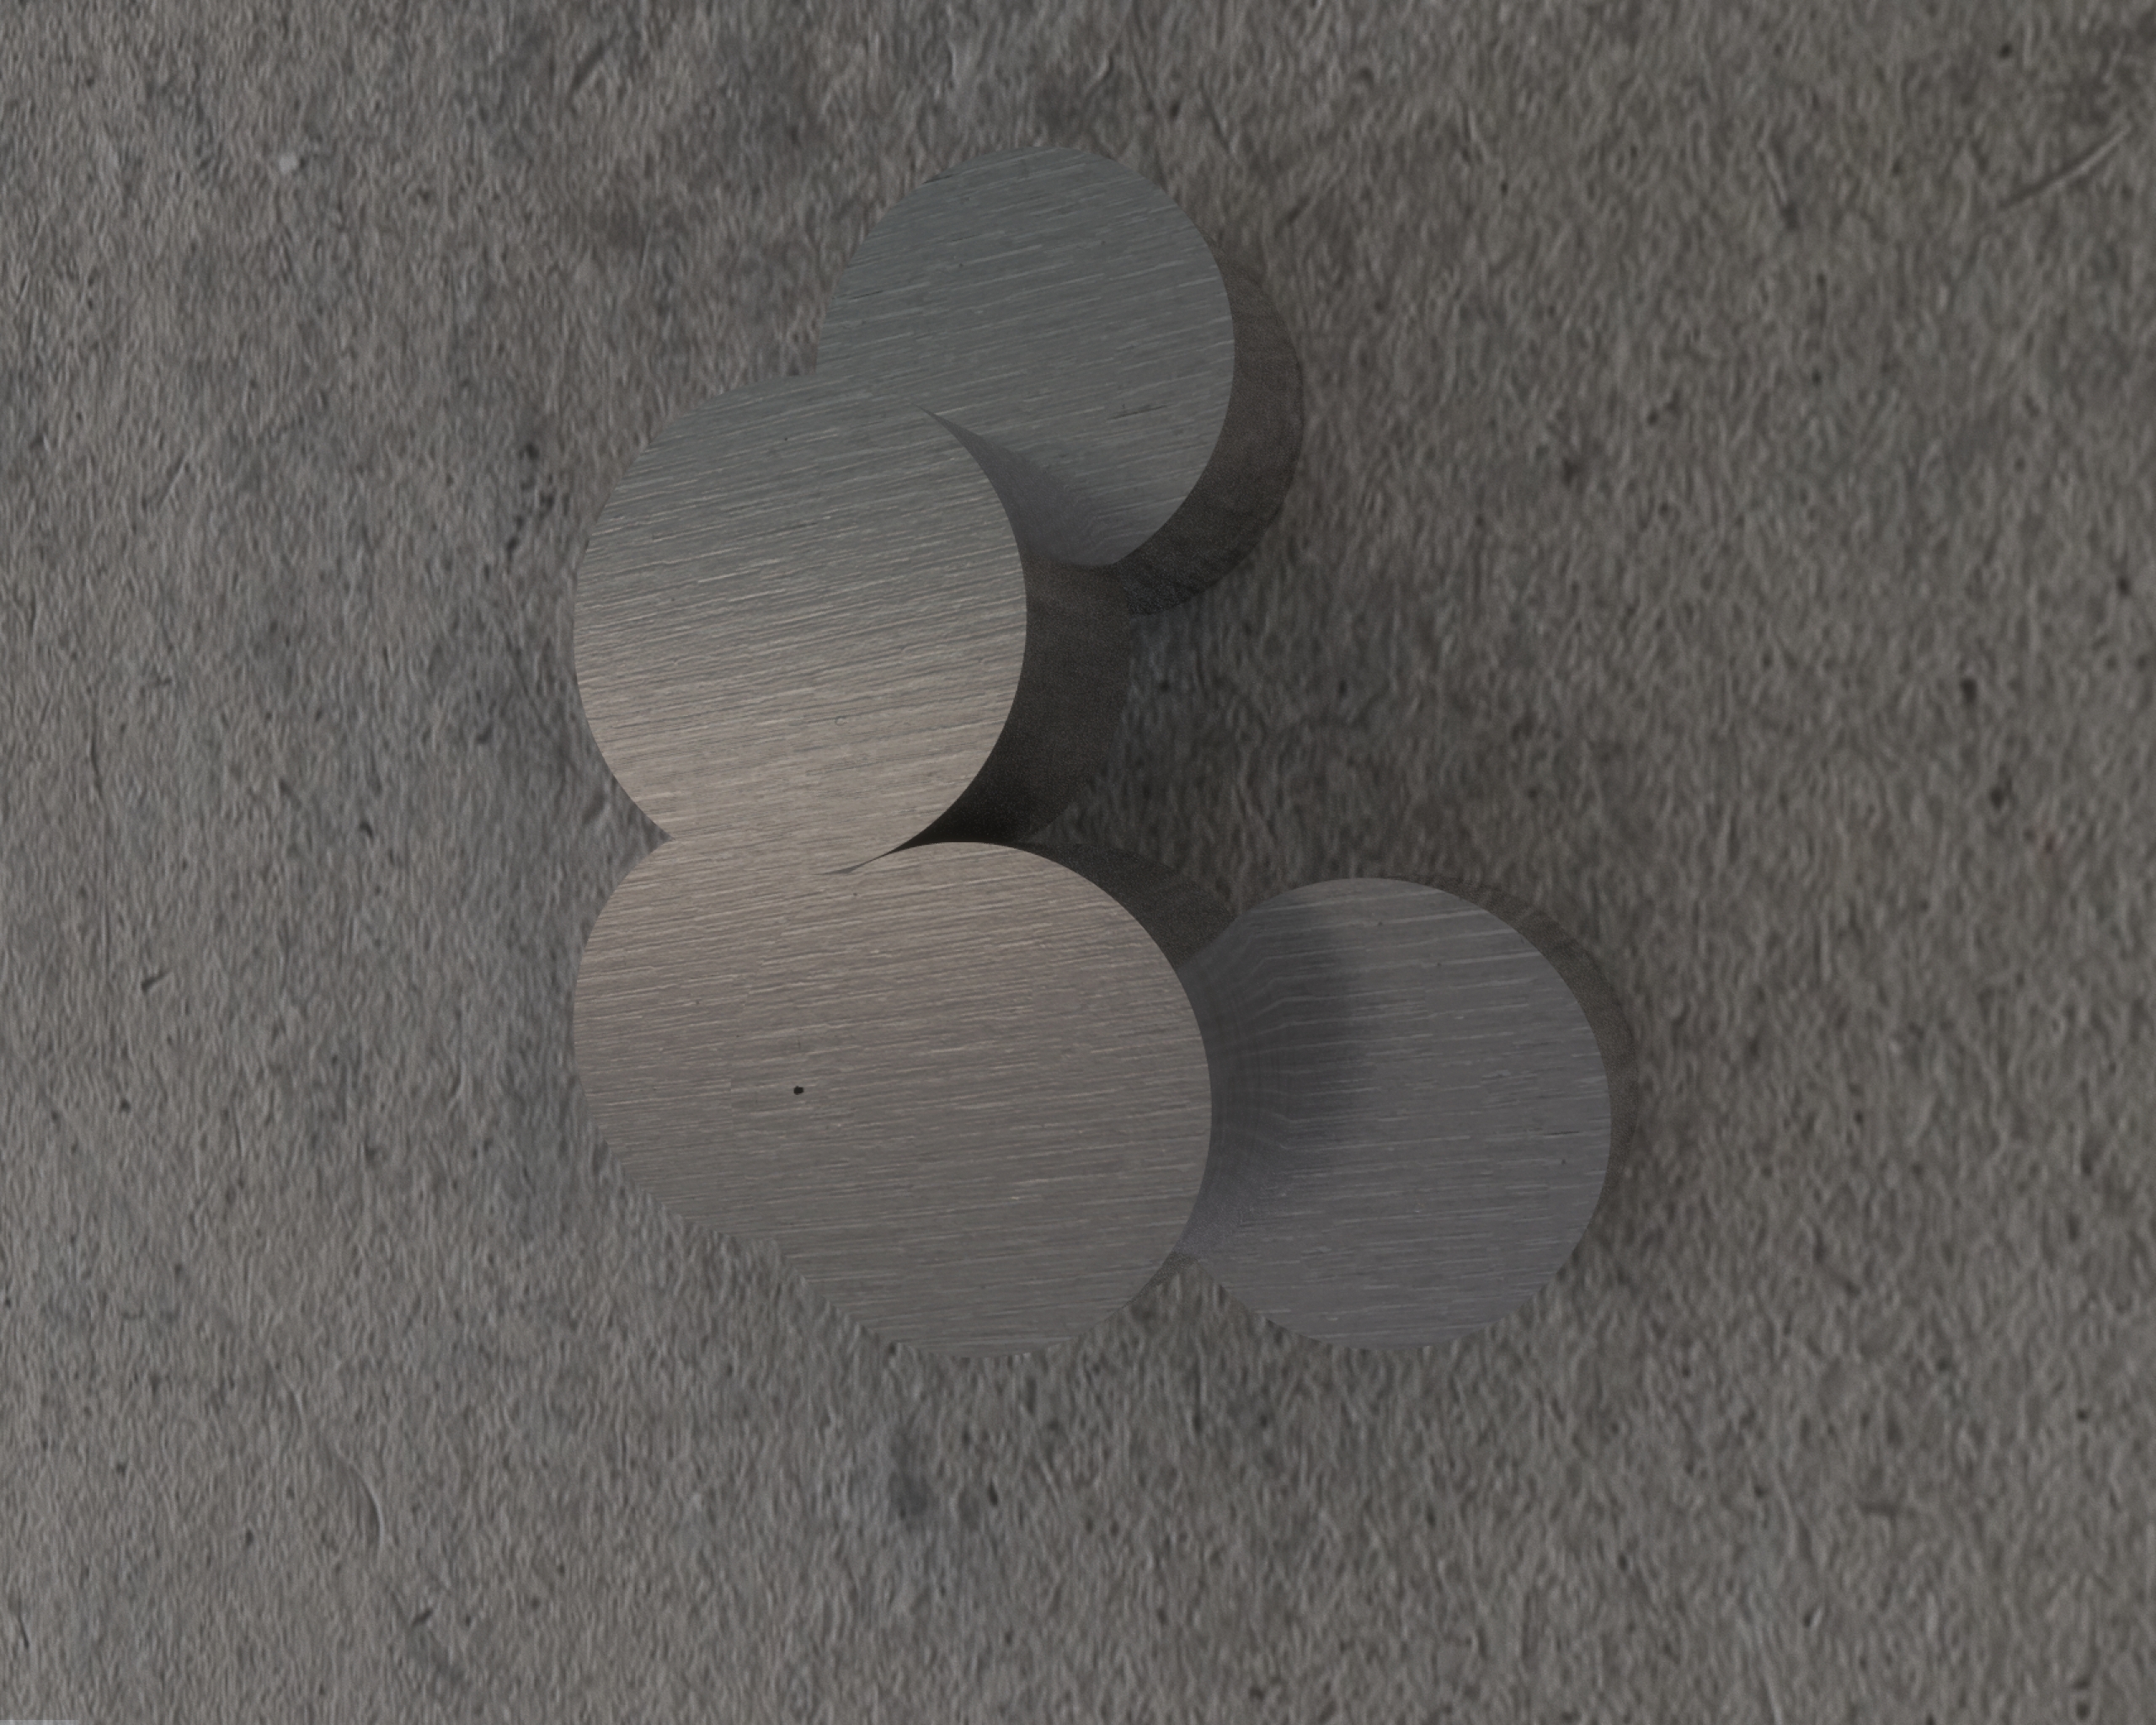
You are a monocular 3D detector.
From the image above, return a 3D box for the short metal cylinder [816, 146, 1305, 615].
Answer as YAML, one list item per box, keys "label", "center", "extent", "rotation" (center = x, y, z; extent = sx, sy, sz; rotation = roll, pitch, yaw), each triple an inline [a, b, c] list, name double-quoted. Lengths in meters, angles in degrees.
- label: "short metal cylinder"
  center: [-0.002, -0.088, 0.396]
  extent: [0.080, 0.050, 0.080]
  rotation: [0, 90, 20]

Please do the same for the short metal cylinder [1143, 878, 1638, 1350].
- label: "short metal cylinder"
  center: [0.057, 0.042, 0.375]
  extent: [0.080, 0.050, 0.080]
  rotation: [0, 90, 20]

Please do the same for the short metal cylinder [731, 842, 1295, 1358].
- label: "short metal cylinder"
  center: [-0.009, 0.037, 0.346]
  extent: [0.080, 0.050, 0.080]
  rotation: [0, 90, 20]

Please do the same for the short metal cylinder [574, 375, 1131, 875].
- label: "short metal cylinder"
  center: [-0.037, -0.038, 0.356]
  extent: [0.080, 0.050, 0.080]
  rotation: [0, 90, 20]

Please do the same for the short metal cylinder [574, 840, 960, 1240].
- label: "short metal cylinder"
  center: [-0.051, 0.031, 0.414]
  extent: [0.080, 0.050, 0.080]
  rotation: [0, 90, 20]
